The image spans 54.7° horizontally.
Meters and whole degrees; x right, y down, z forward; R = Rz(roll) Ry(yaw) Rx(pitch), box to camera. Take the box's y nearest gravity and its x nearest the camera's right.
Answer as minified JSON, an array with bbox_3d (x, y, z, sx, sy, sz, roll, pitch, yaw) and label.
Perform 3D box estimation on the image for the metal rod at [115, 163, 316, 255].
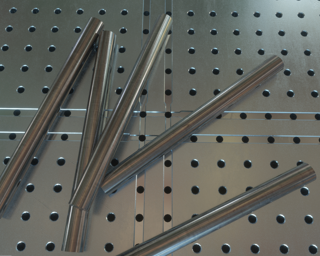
[{"bbox_3d":[0.053,0.115,0.370,0.302,0.025,0.025,-24,72,-9],"label":"metal rod"}]

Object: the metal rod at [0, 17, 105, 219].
[{"bbox_3d":[-0.149,-0.027,0.419,0.025,0.025,0.300,20,71,7],"label":"metal rod"}]

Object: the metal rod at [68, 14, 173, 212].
[{"bbox_3d":[-0.042,-0.037,0.411,0.025,0.025,0.300,19,66,6],"label":"metal rod"}]

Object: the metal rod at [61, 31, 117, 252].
[{"bbox_3d":[-0.089,0.003,0.409,0.025,0.025,0.299,5,70,1],"label":"metal rod"}]

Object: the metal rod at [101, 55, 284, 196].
[{"bbox_3d":[0.049,-0.010,0.416,0.301,0.025,0.025,-35,74,-12],"label":"metal rod"}]
